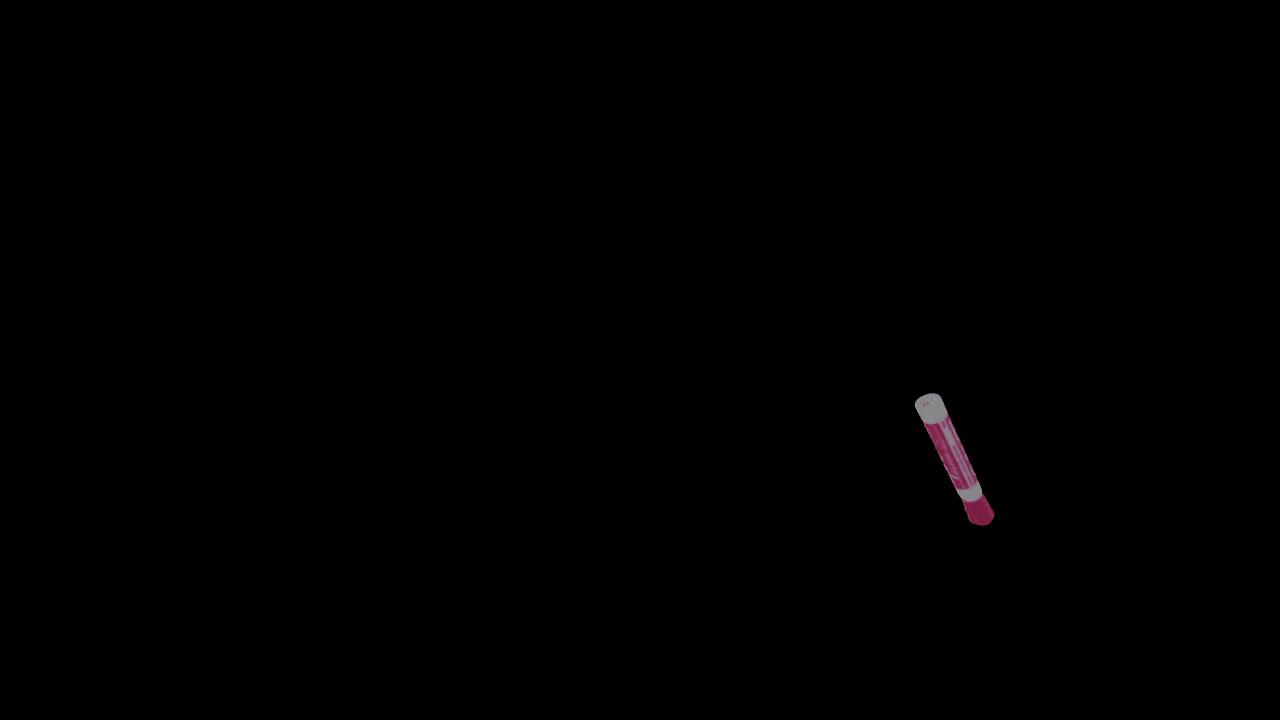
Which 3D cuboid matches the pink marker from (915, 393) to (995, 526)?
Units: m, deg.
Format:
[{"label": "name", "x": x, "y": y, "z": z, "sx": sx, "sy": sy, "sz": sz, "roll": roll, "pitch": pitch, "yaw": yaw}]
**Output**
[{"label": "pink marker", "x": 0.241, "y": 0.079, "z": 0.468, "sx": 0.020, "sy": 0.121, "sz": 0.020, "roll": -29, "pitch": 17, "yaw": 10}]
